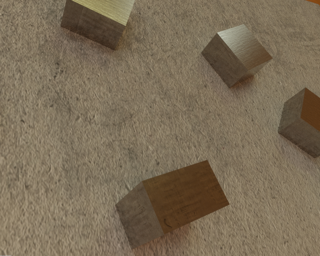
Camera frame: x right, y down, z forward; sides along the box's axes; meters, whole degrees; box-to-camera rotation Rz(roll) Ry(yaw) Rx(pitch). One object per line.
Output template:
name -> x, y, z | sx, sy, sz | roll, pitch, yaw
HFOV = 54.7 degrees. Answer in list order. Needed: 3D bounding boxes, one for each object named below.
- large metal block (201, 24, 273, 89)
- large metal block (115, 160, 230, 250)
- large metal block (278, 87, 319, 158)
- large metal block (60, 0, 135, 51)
large metal block -> 0.133, -0.125, 0.535 | 0.081, 0.050, 0.080 | -28, 78, -37
large metal block -> 0.010, 0.081, 0.324 | 0.081, 0.080, 0.050 | -13, 68, -33
large metal block -> 0.258, -0.009, 0.532 | 0.080, 0.050, 0.080 | 34, 51, -6
large metal block -> -0.086, -0.171, 0.446 | 0.080, 0.050, 0.080 | 22, 54, -15
